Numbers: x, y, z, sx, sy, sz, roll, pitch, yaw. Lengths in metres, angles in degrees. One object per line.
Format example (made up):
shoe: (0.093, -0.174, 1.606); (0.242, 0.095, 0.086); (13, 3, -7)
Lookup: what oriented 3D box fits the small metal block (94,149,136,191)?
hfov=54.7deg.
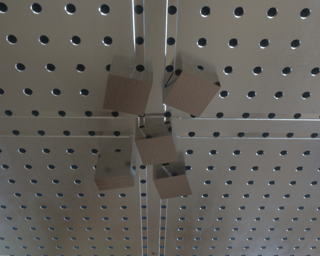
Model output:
small metal block: (-0.063, 0.060, 0.445); (0.050, 0.050, 0.025); (-8, 130, 6)

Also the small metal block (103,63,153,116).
small metal block: (-0.039, -0.045, 0.373); (0.050, 0.025, 0.050); (11, 129, -10)

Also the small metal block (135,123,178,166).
small metal block: (-0.004, 0.023, 0.432); (0.050, 0.025, 0.050); (-9, 130, 7)

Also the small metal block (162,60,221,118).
small metal block: (0.037, -0.046, 0.373); (0.050, 0.025, 0.050); (20, 127, -17)

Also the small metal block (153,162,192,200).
small metal block: (0.020, 0.083, 0.483); (0.050, 0.025, 0.050); (-12, 130, 9)
